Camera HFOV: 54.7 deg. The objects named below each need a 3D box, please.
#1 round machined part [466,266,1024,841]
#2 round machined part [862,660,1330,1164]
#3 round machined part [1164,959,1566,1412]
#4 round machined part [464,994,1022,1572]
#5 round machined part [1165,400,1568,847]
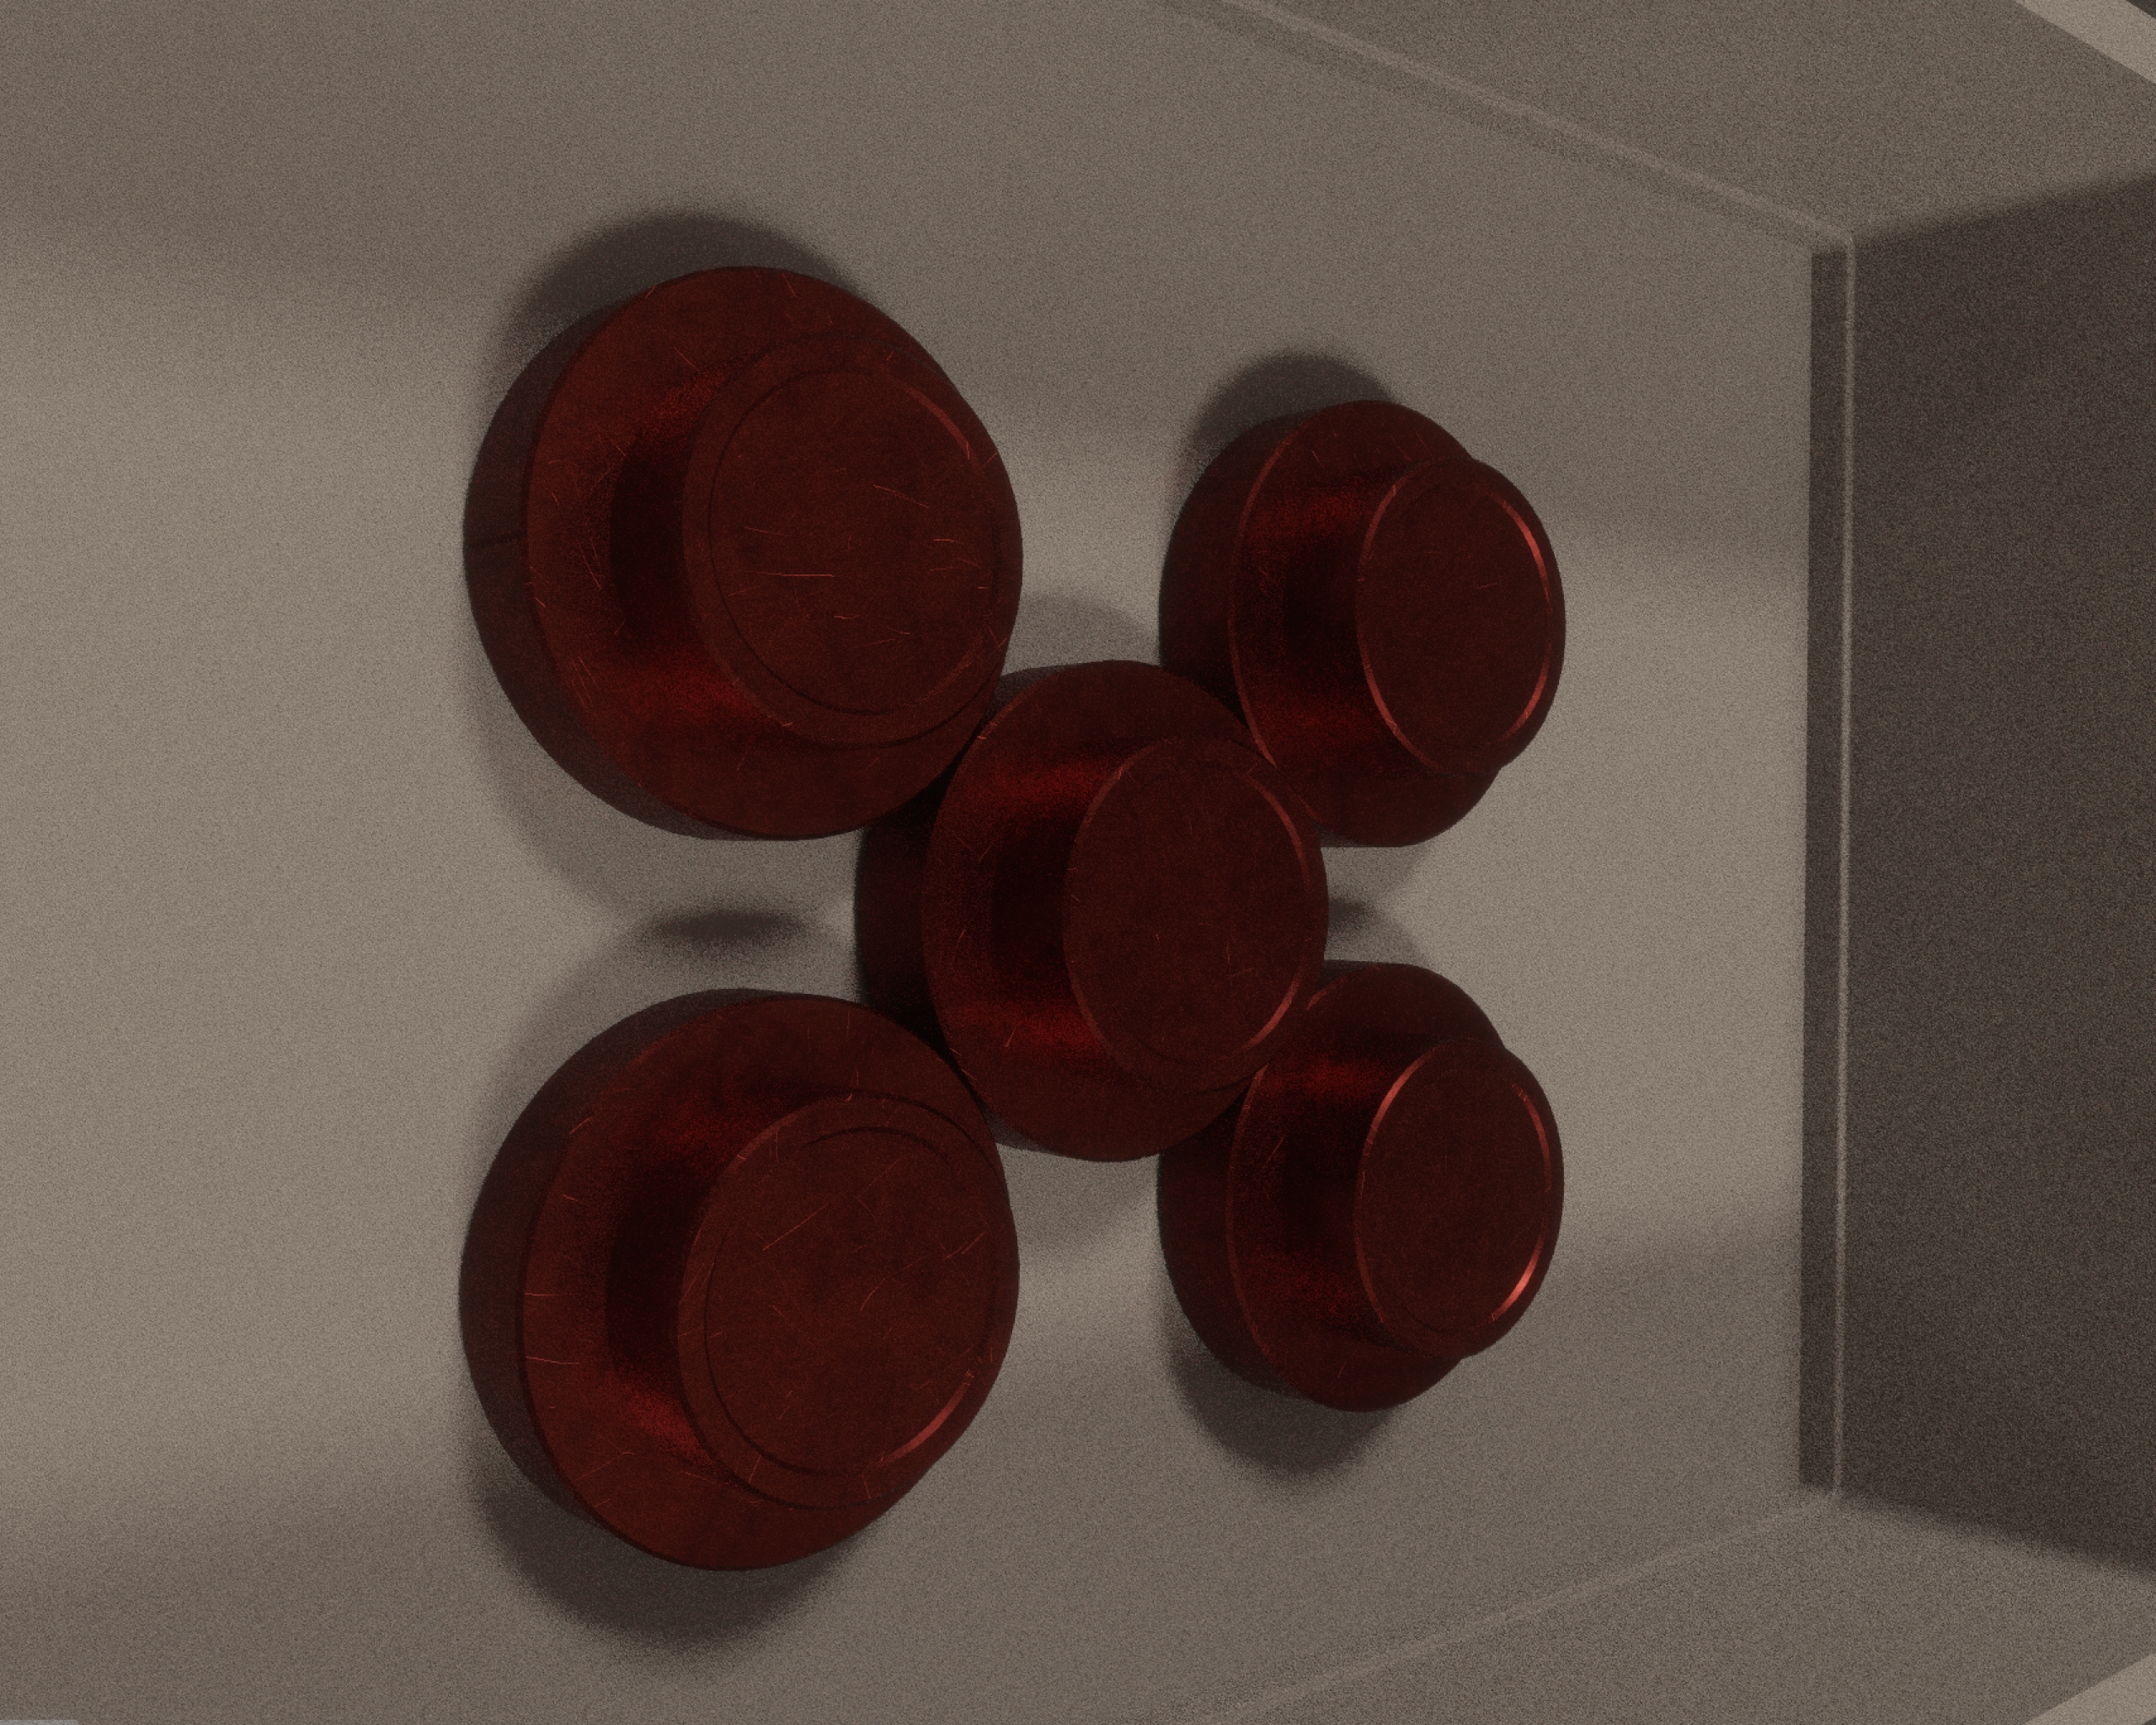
[{"bbox_3d":[-0.048,-0.052,0.355,0.099,0.042,0.097,0,90,-40],"label":"round machined part"},{"bbox_3d":[0.011,0.010,0.404,0.099,0.042,0.097,0,90,-40],"label":"round machined part"},{"bbox_3d":[0.069,0.071,0.454,0.099,0.042,0.097,0,90,-40],"label":"round machined part"},{"bbox_3d":[-0.049,0.071,0.355,0.099,0.042,0.097,0,90,-40],"label":"round machined part"},{"bbox_3d":[0.069,-0.052,0.454,0.099,0.042,0.097,0,90,-40],"label":"round machined part"}]
